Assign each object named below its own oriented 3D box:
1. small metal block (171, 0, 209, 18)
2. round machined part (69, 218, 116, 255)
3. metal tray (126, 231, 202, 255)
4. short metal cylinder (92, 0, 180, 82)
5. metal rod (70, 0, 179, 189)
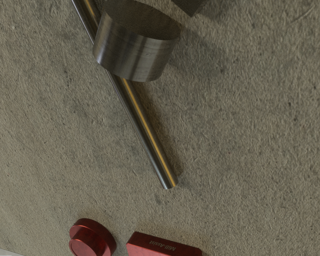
[{"bbox_3d":[0.030,-0.146,0.301,0.050,0.025,0.050,41,129,0],"label":"small metal block"},{"bbox_3d":[-0.139,0.230,0.611,0.098,0.042,0.097,13,124,21],"label":"round machined part"},{"bbox_3d":[0.010,0.239,0.546,0.130,0.030,0.089,6,121,25],"label":"metal tray"},{"bbox_3d":[-0.026,-0.093,0.327,0.080,0.080,0.050,32,129,7],"label":"short metal cylinder"},{"bbox_3d":[-0.044,-0.048,0.400,0.025,0.025,0.299,-12,113,33],"label":"metal rod"}]
